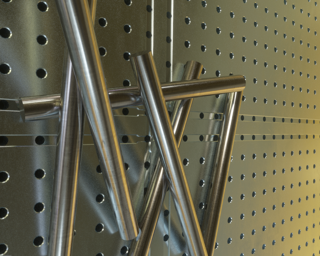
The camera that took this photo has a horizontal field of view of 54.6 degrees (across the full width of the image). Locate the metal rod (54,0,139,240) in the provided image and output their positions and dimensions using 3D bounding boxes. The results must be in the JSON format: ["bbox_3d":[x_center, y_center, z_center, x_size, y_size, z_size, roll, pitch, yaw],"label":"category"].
[{"bbox_3d":[-0.055,0.000,0.302,0.025,0.025,0.298,-33,129,-35],"label":"metal rod"}]

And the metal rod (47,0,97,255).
[{"bbox_3d":[-0.085,-0.010,0.301,0.025,0.025,0.298,1,101,-40],"label":"metal rod"}]

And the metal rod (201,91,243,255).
[{"bbox_3d":[0.096,0.063,0.488,0.025,0.025,0.299,21,77,-38],"label":"metal rod"}]

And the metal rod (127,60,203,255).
[{"bbox_3d":[0.007,0.047,0.413,0.025,0.025,0.299,28,73,-37],"label":"metal rod"}]

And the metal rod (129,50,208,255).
[{"bbox_3d":[0.018,0.053,0.386,0.025,0.025,0.299,-33,118,-35],"label":"metal rod"}]

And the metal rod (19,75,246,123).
[{"bbox_3d":[-0.007,-0.042,0.379,0.302,0.025,0.025,-11,97,-32],"label":"metal rod"}]
